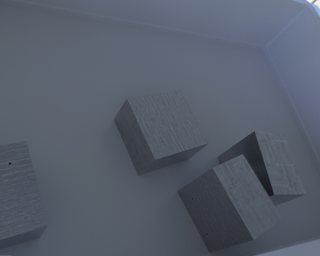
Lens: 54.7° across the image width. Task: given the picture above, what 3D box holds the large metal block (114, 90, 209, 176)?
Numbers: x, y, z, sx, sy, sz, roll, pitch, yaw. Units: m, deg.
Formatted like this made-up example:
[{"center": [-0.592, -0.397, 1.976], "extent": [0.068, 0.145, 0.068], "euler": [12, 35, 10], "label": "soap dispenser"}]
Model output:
[{"center": [0.000, 0.004, 0.387], "extent": [0.081, 0.050, 0.080], "euler": [-14, 69, -34], "label": "large metal block"}]

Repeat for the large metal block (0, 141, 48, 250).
[{"center": [-0.152, 0.064, 0.269], "extent": [0.081, 0.050, 0.080], "euler": [-10, 67, -32], "label": "large metal block"}]

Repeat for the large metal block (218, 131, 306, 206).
[{"center": [0.127, 0.059, 0.402], "extent": [0.050, 0.080, 0.080], "euler": [6, 59, -25], "label": "large metal block"}]

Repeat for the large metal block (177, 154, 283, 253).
[{"center": [0.076, 0.088, 0.357], "extent": [0.050, 0.080, 0.080], "euler": [-17, 71, -35], "label": "large metal block"}]
